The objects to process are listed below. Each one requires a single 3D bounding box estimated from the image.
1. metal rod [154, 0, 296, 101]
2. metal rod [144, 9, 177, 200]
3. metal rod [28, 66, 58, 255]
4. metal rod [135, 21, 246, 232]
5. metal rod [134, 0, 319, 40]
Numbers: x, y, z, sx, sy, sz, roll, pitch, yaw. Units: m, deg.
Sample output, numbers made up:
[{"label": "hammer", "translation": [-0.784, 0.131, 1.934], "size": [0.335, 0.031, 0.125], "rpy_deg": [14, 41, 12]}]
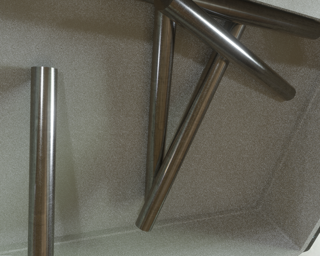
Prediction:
[{"label": "metal rod", "translation": [0.103, -0.084, 0.379], "size": [0.302, 0.025, 0.025], "rpy_deg": [17, 110, -47]}, {"label": "metal rod", "translation": [-0.002, -0.018, 0.398], "size": [0.025, 0.025, 0.298], "rpy_deg": [-10, 123, -24]}, {"label": "metal rod", "translation": [-0.121, 0.089, 0.317], "size": [0.025, 0.025, 0.298], "rpy_deg": [1, 92, -29]}, {"label": "metal rod", "translation": [0.036, 0.004, 0.410], "size": [0.025, 0.025, 0.298], "rpy_deg": [16, 103, -35]}, {"label": "metal rod", "translation": [0.094, -0.133, 0.356], "size": [0.303, 0.025, 0.025], "rpy_deg": [-2, 120, -34]}]
